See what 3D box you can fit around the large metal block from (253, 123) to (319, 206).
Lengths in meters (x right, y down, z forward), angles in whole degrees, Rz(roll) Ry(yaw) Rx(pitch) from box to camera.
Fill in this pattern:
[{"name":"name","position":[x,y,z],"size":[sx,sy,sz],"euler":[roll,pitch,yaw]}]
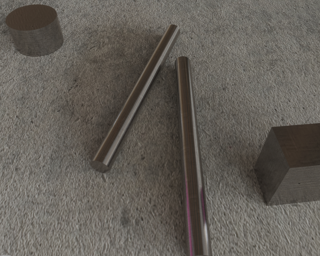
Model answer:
[{"name":"large metal block","position":[0.157,0.040,0.336],"size":[0.081,0.080,0.050],"euler":[-5,50,-4]}]

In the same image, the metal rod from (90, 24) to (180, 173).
[{"name":"metal rod","position":[-0.023,-0.063,0.455],"size":[0.025,0.025,0.300],"euler":[14,51,11]}]

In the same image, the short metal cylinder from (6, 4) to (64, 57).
[{"name":"short metal cylinder","position":[-0.209,-0.165,0.523],"size":[0.081,0.050,0.080],"euler":[0,50,0]}]

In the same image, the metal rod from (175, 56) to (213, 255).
[{"name":"metal rod","position":[0.037,0.011,0.394],"size":[0.025,0.025,0.300],"euler":[0,50,-1]}]
